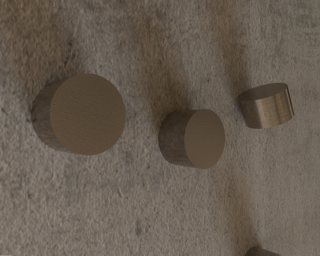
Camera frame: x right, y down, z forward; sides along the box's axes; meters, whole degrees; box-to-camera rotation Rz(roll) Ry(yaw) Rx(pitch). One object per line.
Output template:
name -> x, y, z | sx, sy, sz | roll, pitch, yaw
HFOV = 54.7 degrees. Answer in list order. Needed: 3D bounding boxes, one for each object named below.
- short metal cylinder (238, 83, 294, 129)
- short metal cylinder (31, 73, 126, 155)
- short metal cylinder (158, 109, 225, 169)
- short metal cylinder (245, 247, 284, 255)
short metal cylinder -> 0.178, -0.038, 0.522 | 0.081, 0.080, 0.050 | -32, 110, -36
short metal cylinder -> -0.083, -0.013, 0.320 | 0.081, 0.050, 0.079 | 0, 90, -40
short metal cylinder -> 0.045, 0.014, 0.428 | 0.081, 0.050, 0.079 | 0, 90, -40
short metal cylinder -> 0.186, 0.259, 0.549 | 0.081, 0.050, 0.079 | 0, 90, -40
